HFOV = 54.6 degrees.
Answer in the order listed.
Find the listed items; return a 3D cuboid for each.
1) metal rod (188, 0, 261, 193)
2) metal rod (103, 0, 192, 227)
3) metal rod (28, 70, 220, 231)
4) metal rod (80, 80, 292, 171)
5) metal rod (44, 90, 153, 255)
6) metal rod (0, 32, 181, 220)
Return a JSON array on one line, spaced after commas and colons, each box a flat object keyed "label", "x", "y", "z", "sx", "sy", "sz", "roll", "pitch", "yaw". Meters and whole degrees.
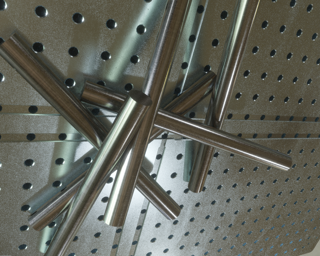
[{"label": "metal rod", "x": 0.075, "y": -0.022, "z": 0.410, "sx": 0.025, "sy": 0.025, "sz": 0.298, "roll": -10, "pitch": 131, "yaw": -23}, {"label": "metal rod", "x": -0.010, "y": -0.035, "z": 0.338, "sx": 0.025, "sy": 0.025, "sz": 0.298, "roll": 13, "pitch": 98, "yaw": -34}, {"label": "metal rod", "x": -0.044, "y": 0.028, "z": 0.403, "sx": 0.300, "sy": 0.025, "sz": 0.025, "roll": -39, "pitch": 129, "yaw": -2}, {"label": "metal rod", "x": 0.048, "y": 0.005, "z": 0.394, "sx": 0.302, "sy": 0.025, "sz": 0.025, "roll": 19, "pitch": 109, "yaw": -21}, {"label": "metal rod", "x": -0.088, "y": 0.081, "z": 0.371, "sx": 0.025, "sy": 0.025, "sz": 0.298, "roll": 11, "pitch": 126, "yaw": -33}, {"label": "metal rod", "x": -0.062, "y": 0.020, "z": 0.362, "sx": 0.025, "sy": 0.025, "sz": 0.300, "roll": -40, "pitch": 121, "yaw": -1}]
